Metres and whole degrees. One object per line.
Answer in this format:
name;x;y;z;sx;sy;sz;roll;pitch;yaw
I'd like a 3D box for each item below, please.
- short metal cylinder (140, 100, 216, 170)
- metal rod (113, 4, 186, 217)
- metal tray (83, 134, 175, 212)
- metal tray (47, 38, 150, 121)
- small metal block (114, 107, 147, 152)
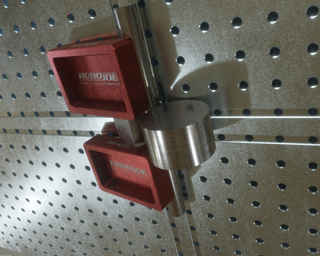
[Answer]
short metal cylinder;0.022;0.006;0.363;0.080;0.080;0.050;0;119;28
metal rod;-0.007;-0.004;0.407;0.025;0.025;0.298;0;119;28
metal tray;-0.047;0.061;0.448;0.130;0.030;0.089;8;123;38
metal tray;-0.080;-0.061;0.390;0.130;0.030;0.089;8;123;39
small metal block;-0.037;-0.002;0.411;0.050;0.025;0.050;26;136;53
